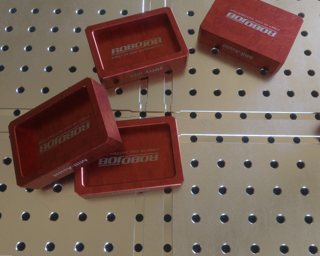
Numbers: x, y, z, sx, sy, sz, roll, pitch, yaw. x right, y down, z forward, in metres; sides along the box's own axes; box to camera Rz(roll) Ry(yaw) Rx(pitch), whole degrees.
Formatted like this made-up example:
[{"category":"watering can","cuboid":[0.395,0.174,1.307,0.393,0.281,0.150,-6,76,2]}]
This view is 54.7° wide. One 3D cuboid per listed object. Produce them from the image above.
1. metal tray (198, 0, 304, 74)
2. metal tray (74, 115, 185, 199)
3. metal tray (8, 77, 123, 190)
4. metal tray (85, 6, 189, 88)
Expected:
[{"category":"metal tray","cuboid":[0.135,-0.148,0.465,0.130,0.030,0.090,27,72,9]},{"category":"metal tray","cuboid":[-0.040,0.036,0.395,0.131,0.030,0.090,-6,70,-3]},{"category":"metal tray","cuboid":[-0.118,0.008,0.375,0.130,0.030,0.090,-27,65,13]},{"category":"metal tray","cuboid":[-0.033,-0.119,0.451,0.131,0.030,0.090,-17,71,-7]}]
